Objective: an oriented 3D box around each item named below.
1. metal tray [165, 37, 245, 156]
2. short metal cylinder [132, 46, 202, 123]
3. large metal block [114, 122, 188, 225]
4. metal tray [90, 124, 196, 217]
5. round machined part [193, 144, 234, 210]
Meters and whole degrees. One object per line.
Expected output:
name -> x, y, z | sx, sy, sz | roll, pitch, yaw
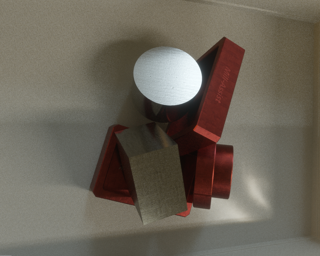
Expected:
metal tray -> 0.051, -0.036, 0.378 | 0.030, 0.090, 0.130 | 28, 65, -15
short metal cylinder -> 0.006, -0.053, 0.383 | 0.081, 0.050, 0.080 | 3, 67, -7
large metal block -> -0.012, 0.047, 0.352 | 0.050, 0.080, 0.079 | -15, 111, -14
metal tray -> -0.013, 0.056, 0.401 | 0.131, 0.030, 0.090 | 18, 84, -19
round machined part -> 0.069, 0.054, 0.393 | 0.042, 0.098, 0.097 | 5, 88, 10
